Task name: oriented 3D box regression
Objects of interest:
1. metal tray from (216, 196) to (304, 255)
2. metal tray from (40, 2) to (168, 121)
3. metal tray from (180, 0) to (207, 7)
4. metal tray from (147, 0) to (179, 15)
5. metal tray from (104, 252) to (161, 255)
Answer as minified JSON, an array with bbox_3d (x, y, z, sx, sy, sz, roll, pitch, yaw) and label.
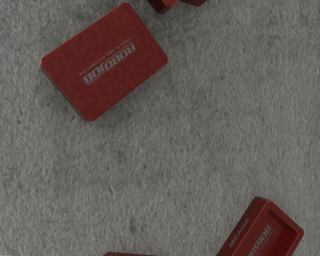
[{"bbox_3d":[0.147,0.181,0.462,0.090,0.030,0.130,42,77,-16],"label":"metal tray"},{"bbox_3d":[-0.066,-0.080,0.382,0.130,0.030,0.090,-41,103,-16],"label":"metal tray"},{"bbox_3d":[0.010,-0.226,0.410,0.131,0.030,0.089,9,87,-20],"label":"metal tray"},{"bbox_3d":[-0.007,-0.217,0.371,0.090,0.030,0.130,-47,105,-14],"label":"metal tray"},{"bbox_3d":[-0.038,0.231,0.393,0.091,0.030,0.129,14,85,-20],"label":"metal tray"}]
